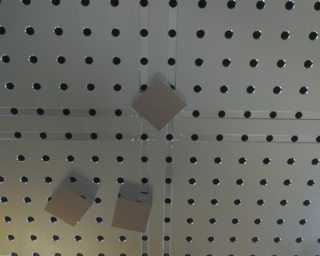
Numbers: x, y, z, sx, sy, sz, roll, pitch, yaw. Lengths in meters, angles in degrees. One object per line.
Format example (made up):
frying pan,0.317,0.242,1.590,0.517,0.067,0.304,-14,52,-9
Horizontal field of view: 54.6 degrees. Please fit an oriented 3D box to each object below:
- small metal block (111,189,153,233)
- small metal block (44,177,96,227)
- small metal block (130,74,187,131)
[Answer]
small metal block,-0.041,0.122,0.458,0.050,0.025,0.050,13,110,-5
small metal block,-0.130,0.108,0.452,0.050,0.025,0.050,36,106,-12
small metal block,-0.002,-0.033,0.401,0.050,0.025,0.050,42,105,-14
